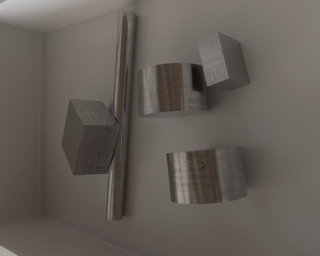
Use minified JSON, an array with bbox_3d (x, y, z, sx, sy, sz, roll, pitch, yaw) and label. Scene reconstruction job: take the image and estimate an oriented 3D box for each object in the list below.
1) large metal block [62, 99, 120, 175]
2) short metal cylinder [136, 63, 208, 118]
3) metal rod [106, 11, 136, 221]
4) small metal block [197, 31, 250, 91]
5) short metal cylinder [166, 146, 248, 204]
[{"bbox_3d":[-0.105,0.012,0.454,0.080,0.050,0.079,48,127,49],"label":"large metal block"},{"bbox_3d":[0.014,-0.040,0.358,0.080,0.081,0.050,-6,87,39],"label":"short metal cylinder"},{"bbox_3d":[-0.057,-0.015,0.451,0.025,0.025,0.298,7,94,39],"label":"metal rod"},{"bbox_3d":[0.069,-0.070,0.332,0.025,0.050,0.050,-18,79,38],"label":"small metal block"},{"bbox_3d":[0.049,0.048,0.329,0.080,0.081,0.050,-9,84,39],"label":"short metal cylinder"}]
